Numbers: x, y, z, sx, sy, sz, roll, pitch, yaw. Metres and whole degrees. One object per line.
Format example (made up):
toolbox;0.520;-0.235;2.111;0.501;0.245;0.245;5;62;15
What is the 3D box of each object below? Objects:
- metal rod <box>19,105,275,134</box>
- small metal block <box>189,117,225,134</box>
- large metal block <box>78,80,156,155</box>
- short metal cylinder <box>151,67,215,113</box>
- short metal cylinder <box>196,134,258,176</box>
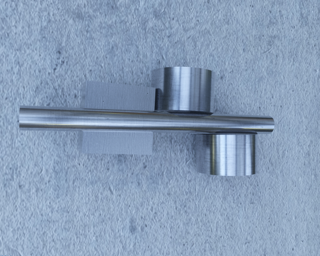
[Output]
metal rod;0.004;-0.007;0.358;0.303;0.025;0.025;1;90;-22
small metal block;0.052;-0.005;0.416;0.050;0.050;0.025;1;90;-20
large metal block;-0.054;-0.010;0.374;0.081;0.050;0.079;3;89;-20
short metal cylinder;0.028;-0.045;0.393;0.081;0.080;0.050;2;90;-20
short metal cylinder;0.089;0.033;0.415;0.081;0.080;0.050;0;90;-20
